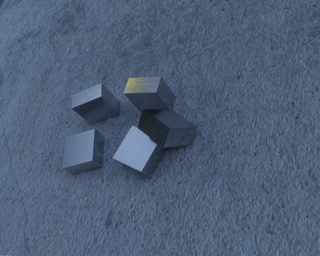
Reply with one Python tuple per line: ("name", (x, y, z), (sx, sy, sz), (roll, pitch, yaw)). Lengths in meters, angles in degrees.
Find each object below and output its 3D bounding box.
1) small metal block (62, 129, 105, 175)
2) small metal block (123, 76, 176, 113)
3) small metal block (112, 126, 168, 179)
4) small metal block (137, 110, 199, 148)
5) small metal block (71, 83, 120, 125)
("small metal block", (-0.108, 0.034, 0.440), (0.050, 0.025, 0.050), (-16, 55, 19))
("small metal block", (-0.013, -0.044, 0.422), (0.050, 0.050, 0.025), (2, 63, 29))
("small metal block", (-0.024, 0.030, 0.398), (0.050, 0.025, 0.050), (19, 72, 35))
("small metal block", (0.010, -0.001, 0.380), (0.050, 0.050, 0.025), (35, 116, 38))
("small metal block", (-0.094, -0.034, 0.458), (0.050, 0.050, 0.025), (-19, 54, 17))
